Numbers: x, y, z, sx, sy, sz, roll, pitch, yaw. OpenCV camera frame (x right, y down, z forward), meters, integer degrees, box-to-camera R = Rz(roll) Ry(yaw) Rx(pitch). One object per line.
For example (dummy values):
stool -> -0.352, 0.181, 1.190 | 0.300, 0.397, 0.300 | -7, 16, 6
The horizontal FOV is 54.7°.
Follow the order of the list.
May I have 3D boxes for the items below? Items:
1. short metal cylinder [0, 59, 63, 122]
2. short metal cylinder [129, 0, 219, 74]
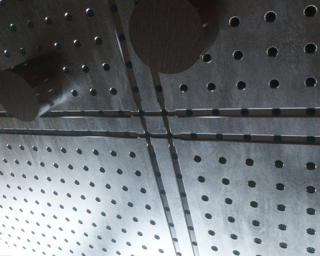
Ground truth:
short metal cylinder -> -0.195, -0.056, 0.461 | 0.080, 0.050, 0.079 | 13, 124, 20
short metal cylinder -> 0.015, -0.103, 0.323 | 0.080, 0.050, 0.079 | 13, 124, 20
